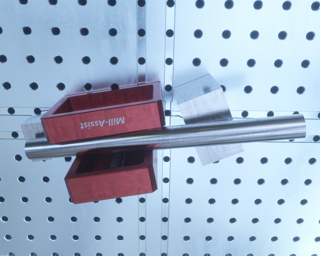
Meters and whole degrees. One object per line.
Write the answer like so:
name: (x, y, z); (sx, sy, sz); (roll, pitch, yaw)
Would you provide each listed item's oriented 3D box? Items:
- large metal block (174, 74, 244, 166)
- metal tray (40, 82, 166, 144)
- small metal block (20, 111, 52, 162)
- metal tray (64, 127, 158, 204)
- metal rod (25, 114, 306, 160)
large metal block: (0.057, -0.013, 0.379); (0.050, 0.080, 0.080); (-21, 109, 7)
metal tray: (-0.061, -0.021, 0.369); (0.131, 0.090, 0.030); (-8, 111, 2)
small metal block: (-0.151, 0.009, 0.401); (0.025, 0.050, 0.050); (-8, 110, 2)
metal tray: (-0.050, 0.036, 0.370); (0.091, 0.130, 0.030); (-9, 111, 3)
metal rod: (-0.005, 0.012, 0.337); (0.301, 0.025, 0.025); (-5, 111, 11)
